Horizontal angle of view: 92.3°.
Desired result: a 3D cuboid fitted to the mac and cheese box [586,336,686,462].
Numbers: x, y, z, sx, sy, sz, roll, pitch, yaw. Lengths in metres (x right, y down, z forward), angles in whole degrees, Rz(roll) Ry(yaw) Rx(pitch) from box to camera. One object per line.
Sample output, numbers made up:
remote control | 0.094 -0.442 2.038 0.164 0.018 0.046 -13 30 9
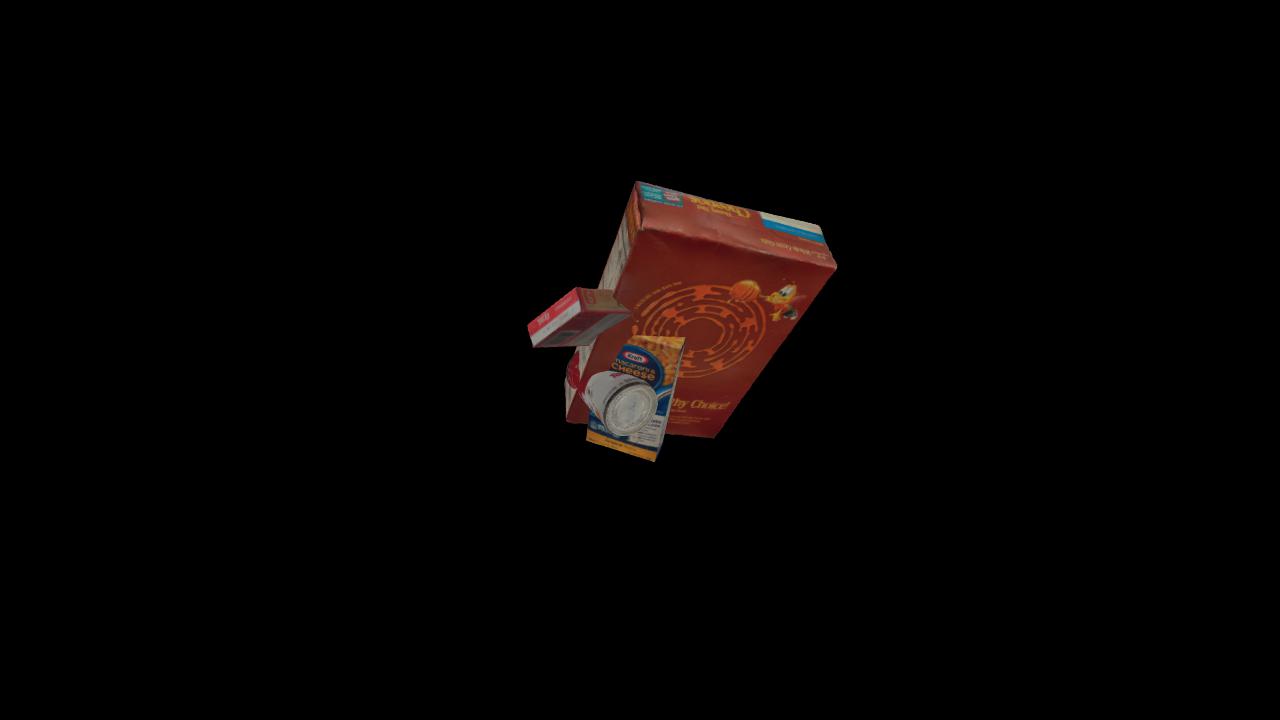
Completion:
mac and cheese box | -0.007 0.033 0.698 0.093 0.184 0.041 17 42 9

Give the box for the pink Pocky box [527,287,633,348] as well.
pink Pocky box | -0.031 -0.042 0.640 0.155 0.029 0.084 -3 -20 -47

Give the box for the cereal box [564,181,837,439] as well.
cereal box | 0.047 -0.034 0.683 0.203 0.081 0.306 8 -43 -17

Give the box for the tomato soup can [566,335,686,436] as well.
tomato soup can | -0.033 0.033 0.694 0.068 0.068 0.101 0 27 -33
